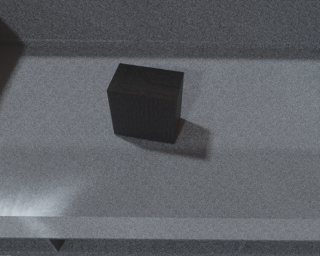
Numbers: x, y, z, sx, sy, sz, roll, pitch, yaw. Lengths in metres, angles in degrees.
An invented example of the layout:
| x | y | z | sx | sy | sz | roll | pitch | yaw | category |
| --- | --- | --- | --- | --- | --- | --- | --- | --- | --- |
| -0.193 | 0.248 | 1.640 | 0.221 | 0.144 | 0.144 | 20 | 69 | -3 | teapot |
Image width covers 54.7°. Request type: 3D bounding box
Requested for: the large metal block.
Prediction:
| x | y | z | sx | sy | sz | roll | pitch | yaw | category |
| --- | --- | --- | --- | --- | --- | --- | --- | --- | --- |
| -0.016 | -0.029 | 0.391 | 0.080 | 0.080 | 0.050 | 9 | 51 | 7 | large metal block |
